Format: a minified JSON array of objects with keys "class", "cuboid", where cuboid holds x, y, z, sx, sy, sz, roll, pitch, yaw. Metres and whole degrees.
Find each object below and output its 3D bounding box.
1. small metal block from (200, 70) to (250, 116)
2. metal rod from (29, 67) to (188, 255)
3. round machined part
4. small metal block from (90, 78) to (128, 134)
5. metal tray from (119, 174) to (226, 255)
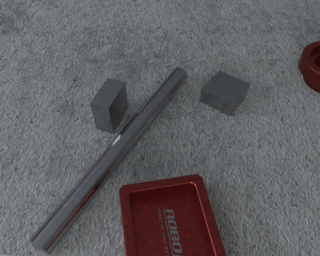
[{"class":"small metal block","cuboid":[0.093,-0.051,0.447,0.050,0.025,0.050,30,56,22]},{"class":"metal rod","cuboid":[-0.044,0.018,0.387,0.025,0.025,0.301,24,54,18]},{"class":"round machined part","cuboid":[0.259,-0.086,0.468,0.099,0.042,0.098,0,50,0]},{"class":"small metal block","cuboid":[-0.066,-0.029,0.411,0.025,0.050,0.050,15,52,12]},{"class":"metal tray","cuboid":[0.012,0.114,0.304,0.091,0.030,0.130,-8,50,-7]}]
